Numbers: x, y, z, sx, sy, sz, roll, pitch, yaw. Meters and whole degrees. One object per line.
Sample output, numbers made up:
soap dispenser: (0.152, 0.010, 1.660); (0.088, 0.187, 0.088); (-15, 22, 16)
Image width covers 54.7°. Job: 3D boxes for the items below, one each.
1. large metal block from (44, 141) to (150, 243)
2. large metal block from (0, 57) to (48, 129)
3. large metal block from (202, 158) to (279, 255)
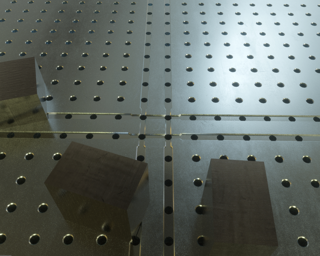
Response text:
large metal block: (-0.058, 0.067, 0.315); (0.080, 0.080, 0.050); (15, 52, 12)
large metal block: (-0.206, -0.048, 0.429); (0.081, 0.050, 0.080); (-13, 51, -11)
large metal block: (0.071, 0.086, 0.300); (0.050, 0.080, 0.080); (3, 50, 2)
